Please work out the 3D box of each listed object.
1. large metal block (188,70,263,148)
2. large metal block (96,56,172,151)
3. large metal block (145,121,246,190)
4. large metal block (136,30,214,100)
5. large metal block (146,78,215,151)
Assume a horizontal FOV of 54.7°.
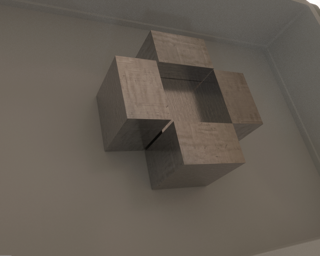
[{"bbox_3d":[0.083,-0.022,0.427,0.050,0.080,0.080,1,62,-28],"label":"large metal block"},{"bbox_3d":[-0.035,-0.026,0.366,0.050,0.080,0.080,1,62,-28],"label":"large metal block"},{"bbox_3d":[0.038,0.034,0.368,0.081,0.080,0.050,2,61,-27],"label":"large metal block"},{"bbox_3d":[0.013,-0.081,0.424,0.081,0.080,0.050,1,62,-28],"label":"large metal block"},{"bbox_3d":[0.020,-0.017,0.407,0.081,0.050,0.080,1,62,-28],"label":"large metal block"}]
